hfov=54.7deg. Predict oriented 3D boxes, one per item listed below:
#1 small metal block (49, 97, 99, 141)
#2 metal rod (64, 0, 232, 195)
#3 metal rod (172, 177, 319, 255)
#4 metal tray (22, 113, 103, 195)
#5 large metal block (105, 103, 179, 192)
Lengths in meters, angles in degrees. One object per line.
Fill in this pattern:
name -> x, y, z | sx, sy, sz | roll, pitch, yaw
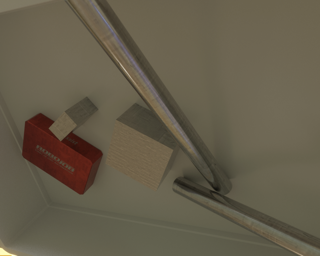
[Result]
small metal block -> -0.125, -0.013, 0.448 | 0.025, 0.050, 0.050 | 49, 128, -7
metal rod -> 0.013, -0.010, 0.318 | 0.025, 0.025, 0.300 | -8, 139, 31
metal rod -> 0.121, 0.109, 0.332 | 0.300, 0.025, 0.025 | 16, 129, 50
metal tray -> -0.166, 0.044, 0.518 | 0.130, 0.030, 0.089 | 31, 128, 7
large metal block -> -0.019, 0.026, 0.417 | 0.080, 0.050, 0.079 | 27, 128, 10
